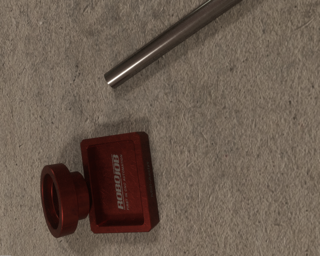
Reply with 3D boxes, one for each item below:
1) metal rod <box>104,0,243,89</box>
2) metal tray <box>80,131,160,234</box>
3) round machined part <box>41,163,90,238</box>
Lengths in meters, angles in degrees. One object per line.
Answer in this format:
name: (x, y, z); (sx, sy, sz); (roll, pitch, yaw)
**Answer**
metal rod: (0.053, -0.141, 0.389); (0.300, 0.025, 0.025); (-32, 80, 16)
metal tray: (-0.056, 0.074, 0.424); (0.090, 0.030, 0.129); (-9, 87, 19)
round machined part: (-0.130, 0.097, 0.428); (0.098, 0.042, 0.097); (11, 104, 54)
